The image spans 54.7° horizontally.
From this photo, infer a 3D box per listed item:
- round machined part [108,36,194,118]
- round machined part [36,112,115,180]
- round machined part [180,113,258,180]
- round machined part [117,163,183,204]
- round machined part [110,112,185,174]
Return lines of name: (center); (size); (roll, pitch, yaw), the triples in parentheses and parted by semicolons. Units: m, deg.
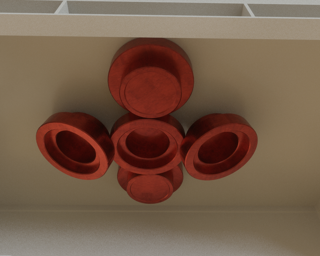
round machined part: (-0.010, -0.050, 0.353); (0.099, 0.042, 0.097); (0, 130, 0)
round machined part: (-0.104, 0.018, 0.400); (0.098, 0.042, 0.097); (11, 131, 13)
round machined part: (0.072, 0.020, 0.402); (0.099, 0.042, 0.097); (-11, 132, -13)
round machined part: (-0.015, 0.076, 0.460); (0.099, 0.042, 0.097); (0, 130, 0)
round machined part: (-0.016, 0.013, 0.406); (0.099, 0.042, 0.097); (0, 130, 0)
